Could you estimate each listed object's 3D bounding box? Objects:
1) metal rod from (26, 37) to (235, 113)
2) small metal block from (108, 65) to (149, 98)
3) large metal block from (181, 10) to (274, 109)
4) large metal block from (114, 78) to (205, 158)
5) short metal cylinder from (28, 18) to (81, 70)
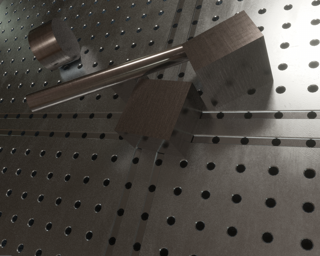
[{"bbox_3d":[-0.024,-0.081,0.412,0.302,0.025,0.025,-20,52,-6],"label":"metal rod"},{"bbox_3d":[-0.046,-0.069,0.457,0.050,0.050,0.025,1,63,28],"label":"small metal block"},{"bbox_3d":[0.084,-0.080,0.377,0.080,0.080,0.050,-27,53,11],"label":"large metal block"},{"bbox_3d":[0.001,-0.015,0.399,0.080,0.050,0.080,9,66,32],"label":"large metal block"},{"bbox_3d":[-0.190,-0.151,0.563,0.050,0.080,0.080,-21,54,16],"label":"short metal cylinder"}]
